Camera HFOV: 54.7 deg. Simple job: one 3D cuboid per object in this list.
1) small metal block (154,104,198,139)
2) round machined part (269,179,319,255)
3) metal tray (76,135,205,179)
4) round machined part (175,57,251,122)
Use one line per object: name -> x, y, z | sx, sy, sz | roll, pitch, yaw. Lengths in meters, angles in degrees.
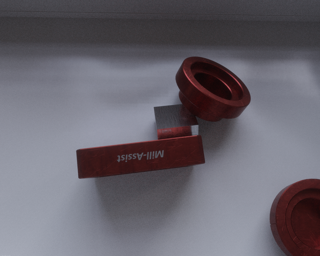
small metal block -> 0.020, -0.006, 0.400 | 0.050, 0.025, 0.050 | -6, 37, -3
round machined part -> 0.177, 0.112, 0.362 | 0.099, 0.042, 0.098 | 0, 70, -1
metal tray -> -0.021, 0.036, 0.359 | 0.131, 0.090, 0.030 | -7, 82, -3
round machined part -> 0.064, -0.046, 0.402 | 0.099, 0.042, 0.098 | 19, 39, -16
